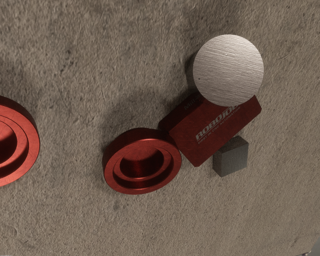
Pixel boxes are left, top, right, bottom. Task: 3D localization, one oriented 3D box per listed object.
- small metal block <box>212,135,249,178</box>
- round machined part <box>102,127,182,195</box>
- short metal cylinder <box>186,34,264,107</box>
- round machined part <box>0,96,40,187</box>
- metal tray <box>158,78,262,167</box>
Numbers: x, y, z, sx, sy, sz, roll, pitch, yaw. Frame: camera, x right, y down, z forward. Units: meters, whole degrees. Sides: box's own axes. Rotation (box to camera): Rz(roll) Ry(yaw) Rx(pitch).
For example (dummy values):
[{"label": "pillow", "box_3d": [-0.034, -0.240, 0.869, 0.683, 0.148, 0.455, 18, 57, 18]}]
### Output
[{"label": "small metal block", "box_3d": [0.113, 0.046, 0.500, 0.050, 0.025, 0.050, -19, 126, -18]}, {"label": "round machined part", "box_3d": [-0.025, 0.038, 0.398, 0.099, 0.042, 0.097, -10, 131, -11]}, {"label": "short metal cylinder", "box_3d": [0.075, -0.066, 0.369, 0.081, 0.050, 0.079, 0, 94, -4]}, {"label": "round machined part", "box_3d": [-0.174, 0.010, 0.307, 0.099, 0.042, 0.097, -14, 125, -21]}, {"label": "metal tray", "box_3d": [0.073, -0.015, 0.436, 0.130, 0.030, 0.090, -41, 130, 0]}]
